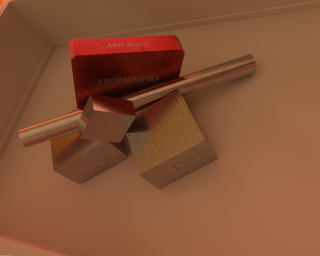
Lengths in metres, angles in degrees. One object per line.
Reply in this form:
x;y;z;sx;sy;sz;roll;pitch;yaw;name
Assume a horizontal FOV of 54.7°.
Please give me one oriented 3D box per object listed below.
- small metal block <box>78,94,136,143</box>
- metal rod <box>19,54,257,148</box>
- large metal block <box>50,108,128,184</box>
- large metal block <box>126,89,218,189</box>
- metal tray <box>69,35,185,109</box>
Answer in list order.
-0.063;-0.010;0.363;0.050;0.050;0.025;-55;40;38;small metal block
-0.026;-0.035;0.390;0.302;0.025;0.025;-18;53;-2;metal rod
-0.101;0.017;0.426;0.080;0.050;0.080;-29;52;9;large metal block
0.010;0.014;0.373;0.080;0.050;0.080;-29;52;9;large metal block
-0.042;-0.068;0.390;0.131;0.089;0.030;-7;54;-14;metal tray
